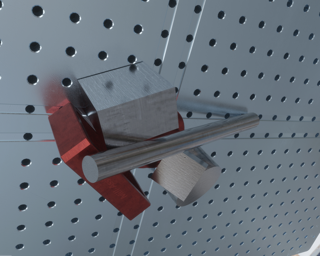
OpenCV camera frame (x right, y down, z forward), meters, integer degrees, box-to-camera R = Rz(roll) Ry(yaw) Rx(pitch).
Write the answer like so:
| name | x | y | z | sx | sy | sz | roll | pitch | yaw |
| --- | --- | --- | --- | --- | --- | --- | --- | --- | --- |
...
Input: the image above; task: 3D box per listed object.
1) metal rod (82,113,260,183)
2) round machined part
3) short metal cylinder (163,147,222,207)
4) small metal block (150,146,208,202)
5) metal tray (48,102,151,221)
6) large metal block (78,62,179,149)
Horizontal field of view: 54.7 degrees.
| name | x | y | z | sx | sy | sz | roll | pitch | yaw |
| --- | --- | --- | --- | --- | --- | --- | --- | --- | --- |
| metal rod | 0.042 | 0.012 | 0.382 | 0.302 | 0.025 | 0.025 | -13 | 127 | -45 |
| round machined part | -0.010 | 0.014 | 0.408 | 0.099 | 0.042 | 0.097 | -14 | 125 | -21 |
| short metal cylinder | 0.041 | 0.067 | 0.445 | 0.081 | 0.050 | 0.080 | -29 | 147 | -21 |
| small metal block | 0.024 | 0.054 | 0.387 | 0.050 | 0.050 | 0.025 | -58 | 170 | 11 |
| metal tray | -0.068 | 0.040 | 0.357 | 0.030 | 0.090 | 0.130 | -38 | 130 | -3 |
| large metal block | -0.035 | -0.027 | 0.339 | 0.081 | 0.080 | 0.050 | -20 | 126 | -17 |
